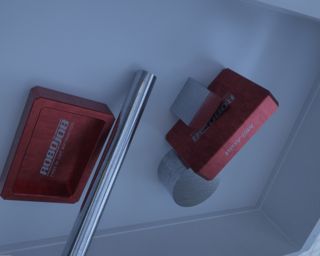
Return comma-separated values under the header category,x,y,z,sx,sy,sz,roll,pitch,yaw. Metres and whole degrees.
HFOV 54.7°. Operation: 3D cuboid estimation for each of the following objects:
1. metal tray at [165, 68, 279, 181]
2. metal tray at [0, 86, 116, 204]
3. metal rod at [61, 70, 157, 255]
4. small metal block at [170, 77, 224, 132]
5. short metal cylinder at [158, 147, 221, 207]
category,x,y,z,sx,sy,sz,roll,pitch,yaw
metal tray,0.076,-0.008,0.405,0.130,0.090,0.030,-49,129,6
metal tray,-0.119,0.025,0.356,0.091,0.030,0.129,14,111,-35
metal rod,-0.069,0.075,0.344,0.025,0.025,0.299,27,80,-38
small metal block,0.046,-0.031,0.400,0.025,0.050,0.050,22,107,-36
short metal cylinder,0.043,0.070,0.462,0.081,0.050,0.079,-14,125,-21
